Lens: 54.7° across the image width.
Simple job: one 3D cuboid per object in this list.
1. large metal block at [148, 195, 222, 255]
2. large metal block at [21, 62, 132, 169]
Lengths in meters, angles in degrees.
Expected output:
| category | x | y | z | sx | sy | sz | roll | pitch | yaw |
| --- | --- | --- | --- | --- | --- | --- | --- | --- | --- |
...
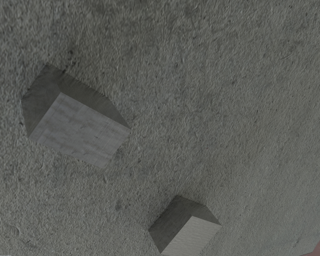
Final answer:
| category | x | y | z | sx | sy | sz | roll | pitch | yaw |
| --- | --- | --- | --- | --- | --- | --- | --- | --- | --- |
| large metal block | 0.042 | 0.167 | 0.517 | 0.080 | 0.050 | 0.080 | 30 | 102 | -38 |
| large metal block | -0.087 | -0.013 | 0.315 | 0.080 | 0.080 | 0.050 | 31 | 101 | -38 |
